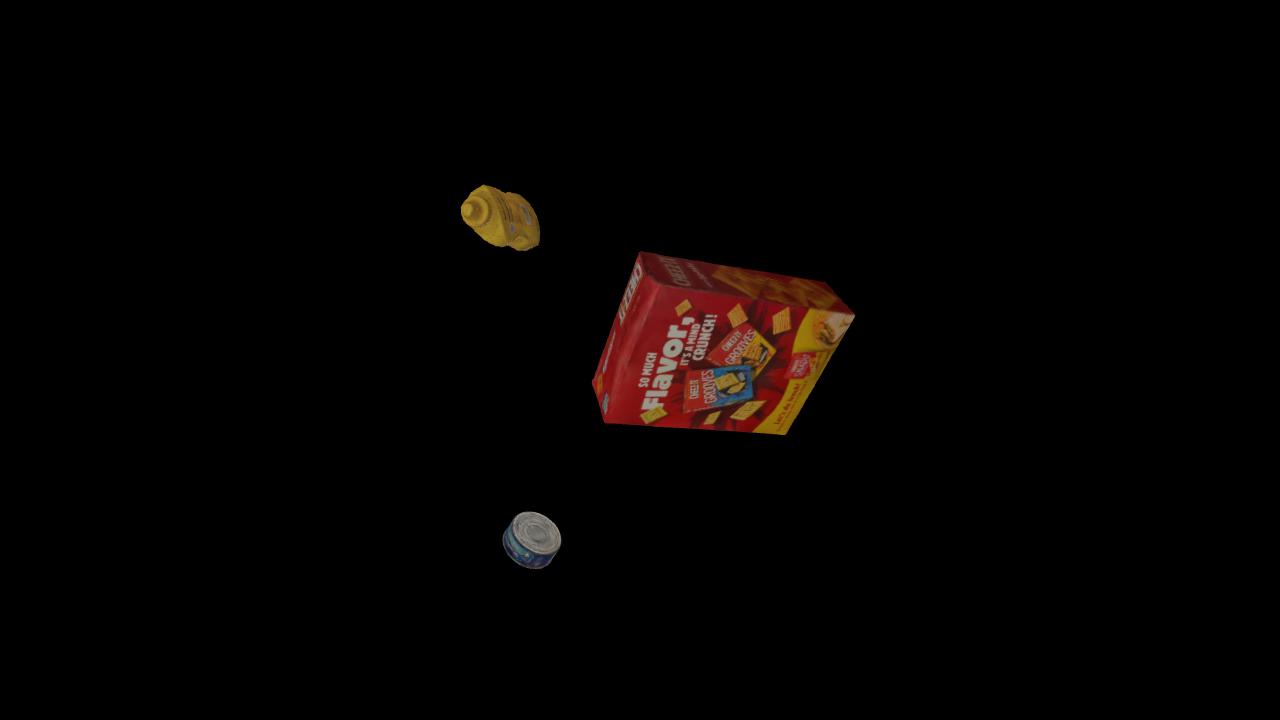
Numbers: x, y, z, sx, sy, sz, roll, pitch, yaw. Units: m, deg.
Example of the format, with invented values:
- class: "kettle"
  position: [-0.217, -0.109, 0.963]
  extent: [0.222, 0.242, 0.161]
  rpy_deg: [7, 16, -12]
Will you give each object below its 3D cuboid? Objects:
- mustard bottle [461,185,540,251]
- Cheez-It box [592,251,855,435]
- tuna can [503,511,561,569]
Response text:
- class: "mustard bottle"
  position: [-0.209, -0.210, 0.901]
  extent: [0.054, 0.092, 0.184]
  rpy_deg: [-15, 3, 15]
- class: "Cheez-It box"
  position: [0.080, -0.008, 0.623]
  extent: [0.223, 0.166, 0.071]
  rpy_deg: [5, 35, -24]
- class: "tuna can"
  position: [-0.161, 0.269, 0.924]
  extent: [0.084, 0.034, 0.084]
  rpy_deg: [27, 25, -14]
